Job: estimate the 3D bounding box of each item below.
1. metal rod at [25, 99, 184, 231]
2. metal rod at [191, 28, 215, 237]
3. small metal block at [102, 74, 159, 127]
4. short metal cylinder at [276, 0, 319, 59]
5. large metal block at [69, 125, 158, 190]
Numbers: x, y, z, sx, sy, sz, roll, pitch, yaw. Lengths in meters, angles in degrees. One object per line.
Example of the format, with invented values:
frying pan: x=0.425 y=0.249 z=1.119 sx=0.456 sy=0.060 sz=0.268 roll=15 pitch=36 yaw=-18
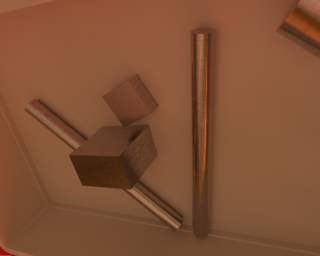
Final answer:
metal rod: x=-0.088 y=0.058 z=0.488 sx=0.300 sy=0.025 sz=0.025 roll=39 pitch=129 yaw=1
metal rod: x=0.053 y=0.028 z=0.396 sx=0.025 sy=0.025 sz=0.298 roll=10 pitch=123 yaw=22
small metal block: x=-0.038 y=-0.035 z=0.406 sx=0.050 sy=0.025 sz=0.050 roll=-25 pitch=105 yaw=36
short metal cylinder: x=0.137 y=-0.097 z=0.241 sx=0.050 sy=0.080 sz=0.079 roll=35 pitch=129 yaw=5
large metal block: x=-0.061 y=0.037 z=0.427 sx=0.080 sy=0.080 sz=0.050 roll=-2 pitch=118 yaw=28
